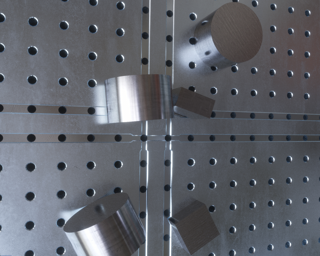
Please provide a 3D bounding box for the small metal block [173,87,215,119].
[{"bbox_3d":[0.037,-0.032,0.413,0.050,0.050,0.025,19,84,-19],"label":"small metal block"}]

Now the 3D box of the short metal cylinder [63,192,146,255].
[{"bbox_3d":[-0.063,0.118,0.360,0.081,0.080,0.050,-27,99,-18],"label":"short metal cylinder"}]

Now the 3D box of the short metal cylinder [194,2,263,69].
[{"bbox_3d":[0.094,-0.127,0.434,0.081,0.050,0.079,0,90,-20],"label":"short metal cylinder"}]

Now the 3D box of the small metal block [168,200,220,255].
[{"bbox_3d":[0.047,0.137,0.430,0.050,0.025,0.050,-29,100,-18],"label":"small metal block"}]

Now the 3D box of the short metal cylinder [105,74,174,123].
[{"bbox_3d":[-0.025,-0.034,0.374,0.081,0.080,0.050,-5,92,-20],"label":"short metal cylinder"}]
